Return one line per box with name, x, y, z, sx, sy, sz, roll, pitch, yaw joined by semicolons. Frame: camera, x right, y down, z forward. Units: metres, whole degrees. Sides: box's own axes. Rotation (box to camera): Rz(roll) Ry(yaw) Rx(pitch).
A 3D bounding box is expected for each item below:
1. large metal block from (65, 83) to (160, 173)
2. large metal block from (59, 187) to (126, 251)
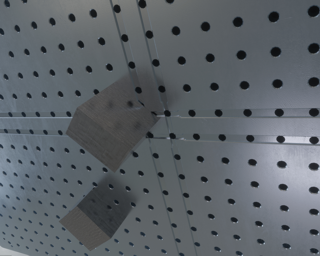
large metal block;-0.060;-0.003;0.406;0.080;0.080;0.050;38;129;2
large metal block;-0.124;0.167;0.565;0.080;0.050;0.080;45;129;-4
